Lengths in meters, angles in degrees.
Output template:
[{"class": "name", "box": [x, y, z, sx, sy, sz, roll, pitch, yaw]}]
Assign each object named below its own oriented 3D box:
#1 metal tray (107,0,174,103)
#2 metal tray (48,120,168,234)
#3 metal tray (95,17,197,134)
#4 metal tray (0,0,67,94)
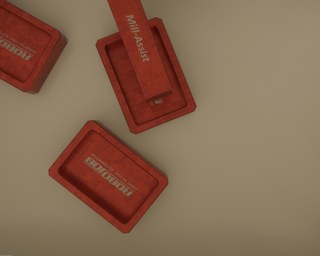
[{"class": "metal tray", "box": [-0.026, -0.099, 0.351, 0.030, 0.090, 0.129, -21, 104, 0]}, {"class": "metal tray", "box": [-0.066, 0.062, 0.408, 0.130, 0.030, 0.090, 38, 90, -1]}, {"class": "metal tray", "box": [-0.018, -0.067, 0.408, 0.090, 0.030, 0.129, -22, 90, -1]}, {"class": "metal tray", "box": [-0.202, -0.114, 0.406, 0.130, 0.030, 0.090, 30, 90, -1]}]
